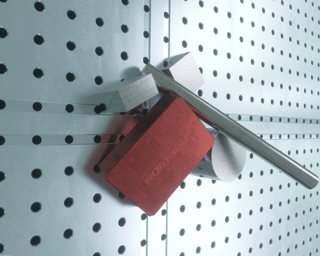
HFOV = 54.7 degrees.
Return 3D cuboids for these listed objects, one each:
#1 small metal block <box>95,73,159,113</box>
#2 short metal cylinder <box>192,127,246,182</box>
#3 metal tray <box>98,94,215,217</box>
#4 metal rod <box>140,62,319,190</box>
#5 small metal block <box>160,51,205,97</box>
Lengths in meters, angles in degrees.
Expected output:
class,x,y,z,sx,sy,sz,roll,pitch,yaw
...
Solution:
class,x,y,z,sx,sy,sz,roll,pitch,yaw
small metal block,-0.039,-0.040,0.362,0.050,0.050,0.025,-34,112,-35
short metal cylinder,0.085,0.038,0.467,0.081,0.050,0.079,0,91,-40
metal tray,0.000,0.033,0.386,0.130,0.030,0.090,-48,120,-12
metal rod,0.103,0.004,0.428,0.301,0.025,0.025,32,69,-14
small metal block,0.031,-0.072,0.437,0.050,0.025,0.050,-43,116,-32
